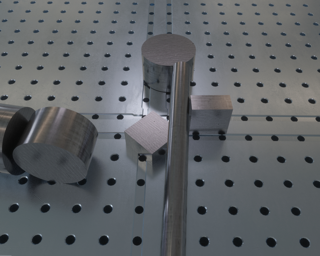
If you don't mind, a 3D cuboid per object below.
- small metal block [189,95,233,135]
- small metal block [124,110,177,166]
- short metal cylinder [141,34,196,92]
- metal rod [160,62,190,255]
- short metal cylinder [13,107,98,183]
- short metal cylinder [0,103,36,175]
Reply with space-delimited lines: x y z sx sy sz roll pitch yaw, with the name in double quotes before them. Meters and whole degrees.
"small metal block" 0.064 -0.017 0.406 0.050 0.050 0.025 -1 51 -1
"small metal block" -0.009 0.012 0.398 0.050 0.025 0.050 -37 60 -27
"short metal cylinder" 0.013 -0.101 0.476 0.081 0.050 0.080 0 49 0
"metal rod" 0.019 0.043 0.347 0.025 0.025 0.300 3 57 2
"short metal cylinder" -0.116 0.021 0.353 0.080 0.080 0.050 5 50 4
"short metal cylinder" -0.182 0.012 0.361 0.050 0.080 0.080 8 51 6
